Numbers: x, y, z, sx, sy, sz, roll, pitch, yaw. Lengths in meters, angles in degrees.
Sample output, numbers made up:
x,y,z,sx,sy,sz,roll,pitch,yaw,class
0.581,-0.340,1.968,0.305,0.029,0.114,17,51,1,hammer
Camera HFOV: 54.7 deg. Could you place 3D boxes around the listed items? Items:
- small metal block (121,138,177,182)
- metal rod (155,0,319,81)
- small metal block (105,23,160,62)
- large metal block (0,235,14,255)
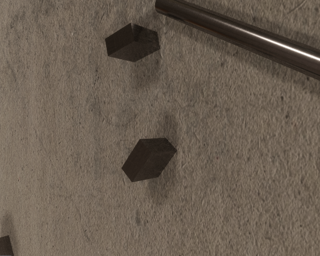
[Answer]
x,y,z,sx,sy,sz,roll,pitch,yaw,class
-0.013,0.040,0.398,0.025,0.050,0.050,48,118,29,small metal block
0.104,-0.088,0.317,0.300,0.025,0.025,36,112,34,metal rod
-0.037,-0.113,0.417,0.050,0.050,0.025,-17,79,38,small metal block
-0.367,0.289,0.667,0.050,0.081,0.080,-38,67,33,large metal block
